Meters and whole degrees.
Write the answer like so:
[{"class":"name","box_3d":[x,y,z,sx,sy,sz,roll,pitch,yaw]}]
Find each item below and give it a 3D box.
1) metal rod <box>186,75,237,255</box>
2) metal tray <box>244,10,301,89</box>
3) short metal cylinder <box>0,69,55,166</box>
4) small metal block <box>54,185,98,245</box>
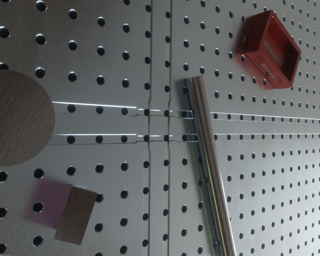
[{"class":"metal rod","box_3d":[0.081,0.069,0.476,0.025,0.025,0.298,-21,103,-38]},{"class":"metal tray","box_3d":[0.217,-0.145,0.586,0.130,0.030,0.090,34,69,-35]},{"class":"short metal cylinder","box_3d":[-0.142,-0.008,0.274,0.081,0.050,0.080,0,90,-40]},{"class":"small metal block","box_3d":[-0.086,0.087,0.317,0.025,0.050,0.050,20,77,-13]}]
